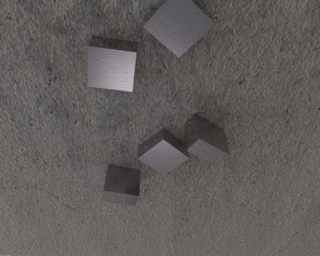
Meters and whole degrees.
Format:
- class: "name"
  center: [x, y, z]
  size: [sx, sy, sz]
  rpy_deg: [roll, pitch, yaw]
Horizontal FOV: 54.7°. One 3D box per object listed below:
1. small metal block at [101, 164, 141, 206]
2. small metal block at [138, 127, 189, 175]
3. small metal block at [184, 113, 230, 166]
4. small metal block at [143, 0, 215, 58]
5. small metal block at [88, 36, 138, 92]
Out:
- class: "small metal block"
  center: [-0.057, 0.085, 0.463]
  size: [0.050, 0.050, 0.025]
  rpy_deg: [11, 129, -10]
- class: "small metal block"
  center: [0.005, 0.034, 0.436]
  size: [0.050, 0.025, 0.050]
  rpy_deg: [37, 121, -27]
- class: "small metal block"
  center: [0.060, 0.015, 0.404]
  size: [0.050, 0.050, 0.025]
  rpy_deg: [28, 125, -22]
- class: "small metal block"
  center: [0.019, -0.109, 0.314]
  size: [0.050, 0.025, 0.050]
  rpy_deg: [35, 122, -26]
- class: "small metal block"
  center: [-0.053, -0.071, 0.346]
  size: [0.050, 0.025, 0.050]
  rpy_deg: [6, 130, -6]
